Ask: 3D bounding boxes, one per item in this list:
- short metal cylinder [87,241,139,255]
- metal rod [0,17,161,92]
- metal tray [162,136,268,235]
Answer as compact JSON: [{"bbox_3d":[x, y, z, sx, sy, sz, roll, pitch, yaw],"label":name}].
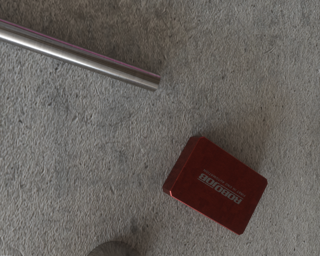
[{"bbox_3d":[-0.054,0.186,0.376,0.081,0.050,0.080,0,90,-20],"label":"short metal cylinder"},{"bbox_3d":[-0.141,-0.099,0.356,0.302,0.025,0.025,16,85,-20],"label":"metal rod"},{"bbox_3d":[0.080,0.081,0.436,0.130,0.030,0.090,33,79,-17],"label":"metal tray"}]
